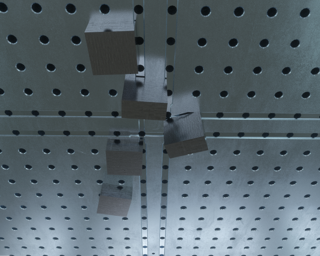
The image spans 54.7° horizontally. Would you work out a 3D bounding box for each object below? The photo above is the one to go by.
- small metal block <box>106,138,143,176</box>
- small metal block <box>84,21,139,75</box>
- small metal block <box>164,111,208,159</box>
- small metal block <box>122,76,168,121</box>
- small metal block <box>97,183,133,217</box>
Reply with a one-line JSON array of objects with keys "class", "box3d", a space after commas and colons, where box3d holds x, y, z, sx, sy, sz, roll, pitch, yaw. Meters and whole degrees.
[{"class": "small metal block", "box3d": [-0.050, 0.042, 0.447, 0.050, 0.025, 0.050, 2, 130, -3]}, {"class": "small metal block", "box3d": [-0.050, -0.086, 0.337, 0.050, 0.025, 0.050, -2, 130, 1]}, {"class": "small metal block", "box3d": [0.033, 0.008, 0.403, 0.050, 0.050, 0.025, -14, 129, 11]}, {"class": "small metal block", "box3d": [-0.018, -0.035, 0.365, 0.050, 0.050, 0.025, 3, 130, -4]}, {"class": "small metal block", "box3d": [-0.075, 0.120, 0.513, 0.050, 0.025, 0.050, 10, 129, -9]}]
